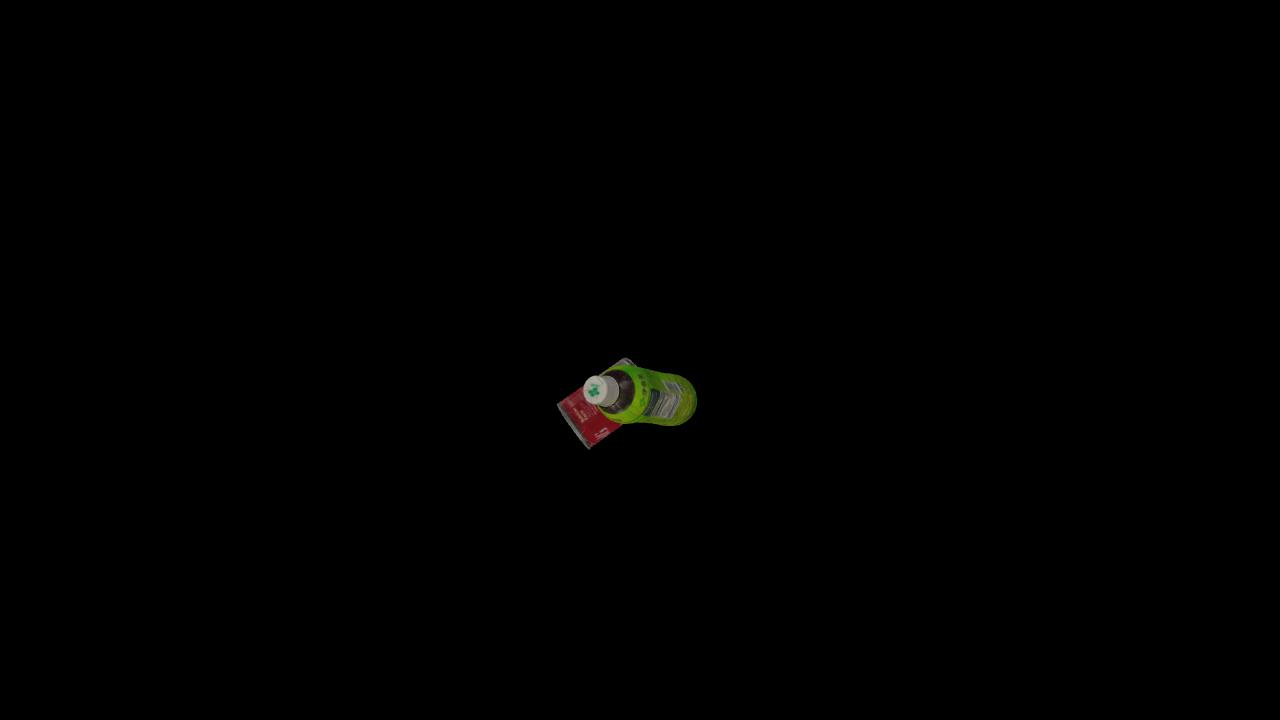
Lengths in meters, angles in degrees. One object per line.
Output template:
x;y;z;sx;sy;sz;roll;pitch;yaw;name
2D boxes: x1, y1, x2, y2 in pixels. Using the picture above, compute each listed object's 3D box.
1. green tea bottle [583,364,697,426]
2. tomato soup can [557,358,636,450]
0.001;0.042;0.732;0.073;0.073;0.212;0;-8;25;green tea bottle
-0.040;0.051;0.741;0.101;0.068;0.068;-36;9;-12;tomato soup can
